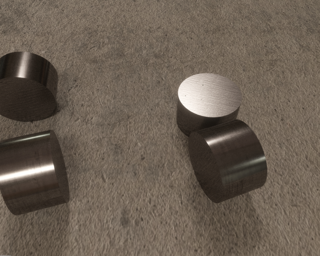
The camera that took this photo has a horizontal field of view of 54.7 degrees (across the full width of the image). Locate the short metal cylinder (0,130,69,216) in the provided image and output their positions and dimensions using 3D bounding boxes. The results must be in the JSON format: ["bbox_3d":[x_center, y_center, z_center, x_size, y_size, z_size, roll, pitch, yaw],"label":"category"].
[{"bbox_3d":[-0.131,0.046,0.327,0.050,0.080,0.080,-13,51,-11],"label":"short metal cylinder"}]

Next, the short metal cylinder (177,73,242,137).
[{"bbox_3d":[0.063,-0.027,0.411,0.081,0.050,0.080,0,50,0],"label":"short metal cylinder"}]

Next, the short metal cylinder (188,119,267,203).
[{"bbox_3d":[0.071,0.035,0.339,0.050,0.080,0.080,-16,52,-14],"label":"short metal cylinder"}]

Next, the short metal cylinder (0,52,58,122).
[{"bbox_3d":[-0.179,-0.053,0.410,0.081,0.080,0.050,-6,51,-6],"label":"short metal cylinder"}]
